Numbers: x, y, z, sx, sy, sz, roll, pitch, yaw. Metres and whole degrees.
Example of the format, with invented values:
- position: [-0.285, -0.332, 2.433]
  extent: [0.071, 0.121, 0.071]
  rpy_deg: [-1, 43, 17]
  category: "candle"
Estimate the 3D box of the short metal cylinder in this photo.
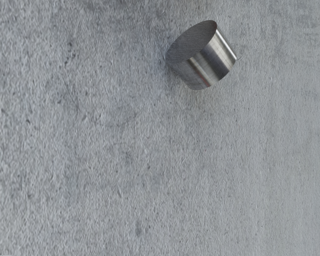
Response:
- position: [0.055, -0.098, 0.417]
  extent: [0.050, 0.080, 0.080]
  rpy_deg: [44, 63, -32]
  category: "short metal cylinder"
